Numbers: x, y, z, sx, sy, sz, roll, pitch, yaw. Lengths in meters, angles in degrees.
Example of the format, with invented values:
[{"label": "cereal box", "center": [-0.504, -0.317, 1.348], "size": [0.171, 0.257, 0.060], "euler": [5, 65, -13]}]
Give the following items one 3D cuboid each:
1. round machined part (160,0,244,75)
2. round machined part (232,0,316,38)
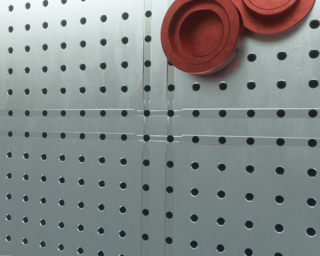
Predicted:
[{"label": "round machined part", "center": [0.053, -0.114, 0.379], "size": [0.098, 0.042, 0.097], "euler": [3, 96, 28]}, {"label": "round machined part", "center": [0.129, -0.158, 0.358], "size": [0.098, 0.042, 0.097], "euler": [0, 90, 20]}]
